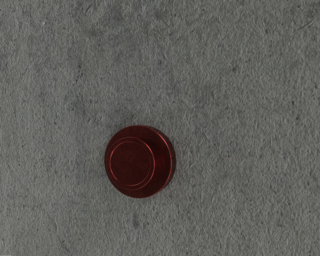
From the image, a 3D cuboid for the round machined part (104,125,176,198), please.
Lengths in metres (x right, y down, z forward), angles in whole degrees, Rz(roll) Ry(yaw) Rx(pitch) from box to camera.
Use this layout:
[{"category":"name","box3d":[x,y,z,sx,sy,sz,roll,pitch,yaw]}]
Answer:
[{"category":"round machined part","box3d":[-0.031,0.045,0.411,0.098,0.042,0.097,0,90,20]}]
